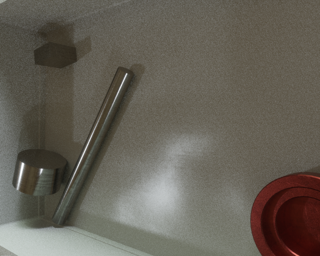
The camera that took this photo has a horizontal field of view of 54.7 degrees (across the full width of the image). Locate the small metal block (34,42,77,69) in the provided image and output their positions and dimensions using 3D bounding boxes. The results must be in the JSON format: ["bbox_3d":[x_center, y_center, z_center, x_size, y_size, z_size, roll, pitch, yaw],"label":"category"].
[{"bbox_3d":[-0.181,-0.125,0.537,0.050,0.050,0.025,-9,84,39],"label":"small metal block"}]

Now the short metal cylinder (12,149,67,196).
[{"bbox_3d":[-0.210,0.076,0.540,0.080,0.081,0.050,27,107,36],"label":"short metal cylinder"}]

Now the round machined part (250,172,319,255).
[{"bbox_3d":[0.138,0.088,0.282,0.098,0.042,0.097,0,90,39],"label":"round machined part"}]

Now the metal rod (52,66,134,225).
[{"bbox_3d":[-0.114,0.040,0.497,0.025,0.025,0.298,42,115,31],"label":"metal rod"}]
